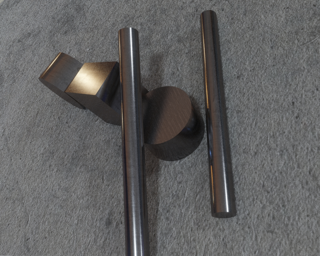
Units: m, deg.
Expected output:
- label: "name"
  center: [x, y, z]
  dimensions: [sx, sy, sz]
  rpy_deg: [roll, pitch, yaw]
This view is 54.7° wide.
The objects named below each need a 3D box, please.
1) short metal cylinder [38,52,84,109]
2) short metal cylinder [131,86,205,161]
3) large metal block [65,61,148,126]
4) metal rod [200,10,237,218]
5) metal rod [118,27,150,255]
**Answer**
- label: "short metal cylinder"
  center: [-0.140, -0.073, 0.487]
  dimensions: [0.080, 0.080, 0.050]
  rpy_deg: [24, 75, 36]
- label: "short metal cylinder"
  center: [0.010, -0.005, 0.386]
  dimensions: [0.080, 0.050, 0.080]
  rpy_deg: [-13, 56, 21]
- label: "large metal block"
  center: [-0.066, -0.044, 0.420]
  dimensions: [0.080, 0.080, 0.050]
  rpy_deg: [11, 67, 47]
- label: "metal rod"
  center: [0.069, -0.040, 0.391]
  dimensions: [0.025, 0.025, 0.299]
  rpy_deg: [-12, 57, 22]
- label: "metal rod"
  center: [-0.029, 0.029, 0.344]
  dimensions: [0.025, 0.025, 0.299]
  rpy_deg: [-10, 75, 23]
